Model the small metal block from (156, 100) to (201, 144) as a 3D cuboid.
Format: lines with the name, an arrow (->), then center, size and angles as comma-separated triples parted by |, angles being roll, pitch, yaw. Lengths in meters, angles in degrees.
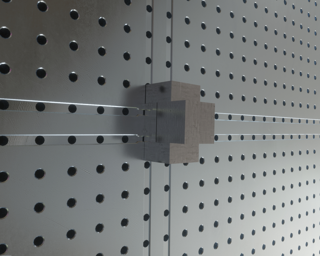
small metal block -> 0.022, -0.007, 0.377 | 0.025, 0.050, 0.050 | 2, 89, -40

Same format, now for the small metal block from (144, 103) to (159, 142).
small metal block -> 0.007, -0.006, 0.414 | 0.050, 0.025, 0.050 | 2, 89, -38

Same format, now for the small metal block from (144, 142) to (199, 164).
small metal block -> 0.015, 0.031, 0.404 | 0.050, 0.050, 0.025 | 2, 89, -40

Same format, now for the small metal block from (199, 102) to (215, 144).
small metal block -> 0.042, -0.006, 0.394 | 0.025, 0.050, 0.050 | 2, 89, -39

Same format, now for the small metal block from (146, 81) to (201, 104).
small metal block -> 0.017, -0.044, 0.405 | 0.050, 0.050, 0.025 | 2, 89, -40
